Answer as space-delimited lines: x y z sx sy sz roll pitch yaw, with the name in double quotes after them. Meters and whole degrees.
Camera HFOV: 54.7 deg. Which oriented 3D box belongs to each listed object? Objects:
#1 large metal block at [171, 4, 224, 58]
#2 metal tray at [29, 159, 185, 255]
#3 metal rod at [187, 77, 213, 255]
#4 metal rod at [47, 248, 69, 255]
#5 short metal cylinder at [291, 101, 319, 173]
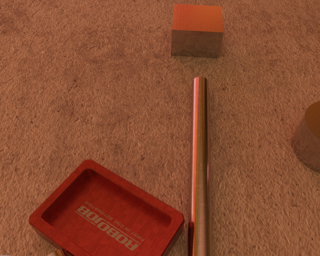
0.062 -0.166 0.527 0.080 0.050 0.080 4 50 3 "large metal block"
-0.052 0.098 0.316 0.130 0.030 0.090 27 55 20 "metal tray"
0.047 0.048 0.363 0.025 0.025 0.300 4 50 3 "metal rod"
-0.008 0.216 0.209 0.025 0.025 0.300 -29 61 -22 "metal rod"
0.211 0.011 0.380 0.081 0.050 0.080 0 50 0 "short metal cylinder"
